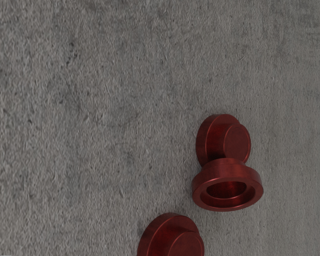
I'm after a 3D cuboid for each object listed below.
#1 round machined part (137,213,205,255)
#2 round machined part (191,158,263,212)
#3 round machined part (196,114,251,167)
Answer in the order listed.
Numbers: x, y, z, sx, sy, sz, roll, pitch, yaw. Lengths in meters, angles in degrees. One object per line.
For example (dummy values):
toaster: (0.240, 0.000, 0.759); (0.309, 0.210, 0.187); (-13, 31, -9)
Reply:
round machined part: (0.021, 0.166, 0.412); (0.099, 0.042, 0.097); (0, 90, -40)
round machined part: (0.094, 0.079, 0.446); (0.098, 0.098, 0.042); (37, 36, -34)
round machined part: (0.105, 0.027, 0.481); (0.099, 0.042, 0.097); (0, 90, -40)
